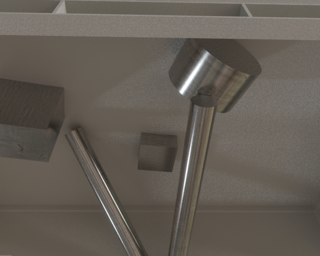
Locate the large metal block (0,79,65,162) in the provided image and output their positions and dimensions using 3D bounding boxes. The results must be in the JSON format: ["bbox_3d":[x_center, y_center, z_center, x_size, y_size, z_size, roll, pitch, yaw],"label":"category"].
[{"bbox_3d":[-0.162,-0.011,0.361,0.081,0.080,0.050,8,130,-7],"label":"large metal block"}]

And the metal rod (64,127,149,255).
[{"bbox_3d":[-0.051,0.137,0.429,0.025,0.025,0.299,-24,96,18],"label":"metal rod"}]

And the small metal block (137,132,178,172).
[{"bbox_3d":[-0.004,0.035,0.439,0.050,0.025,0.050,5,130,-5],"label":"small metal block"}]

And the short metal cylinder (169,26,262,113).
[{"bbox_3d":[0.056,-0.061,0.322,0.080,0.080,0.050,20,127,-17],"label":"short metal cylinder"}]

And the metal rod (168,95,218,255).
[{"bbox_3d":[0.029,0.100,0.365,0.025,0.025,0.298,3,123,-3],"label":"metal rod"}]
